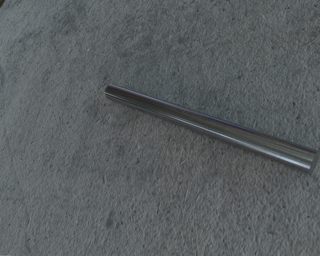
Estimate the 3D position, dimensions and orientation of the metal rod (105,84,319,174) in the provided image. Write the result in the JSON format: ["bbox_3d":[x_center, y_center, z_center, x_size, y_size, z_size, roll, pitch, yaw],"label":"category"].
[{"bbox_3d":[0.038,-0.011,0.391,0.300,0.025,0.025,22,73,36],"label":"metal rod"}]
